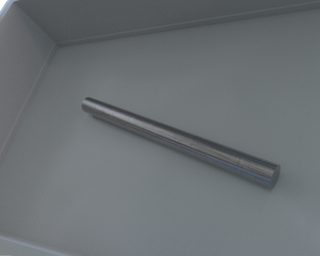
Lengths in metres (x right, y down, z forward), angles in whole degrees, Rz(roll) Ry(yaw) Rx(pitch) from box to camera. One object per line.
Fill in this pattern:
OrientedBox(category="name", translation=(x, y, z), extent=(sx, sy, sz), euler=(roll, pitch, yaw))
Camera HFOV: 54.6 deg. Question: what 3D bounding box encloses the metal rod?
OrientedBox(category="metal rod", translation=(0.002, 0.006, 0.400), extent=(0.300, 0.025, 0.025), euler=(20, 73, 35))
